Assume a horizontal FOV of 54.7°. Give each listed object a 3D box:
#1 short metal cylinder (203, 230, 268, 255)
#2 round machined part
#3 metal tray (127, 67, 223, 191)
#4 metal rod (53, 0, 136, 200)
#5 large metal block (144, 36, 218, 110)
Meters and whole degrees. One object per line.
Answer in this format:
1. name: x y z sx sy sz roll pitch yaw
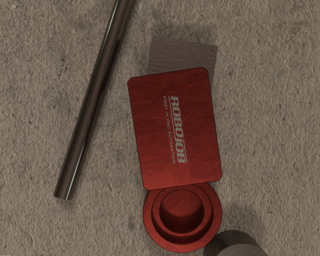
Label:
1. short metal cylinder: 0.099 0.179 0.399 0.081 0.050 0.079 0 90 -1
2. round machined part: 0.027 0.105 0.402 0.099 0.042 0.097 0 90 -1
3. metal tray: 0.017 0.001 0.360 0.091 0.030 0.129 -8 94 2
4. metal rod: -0.083 -0.052 0.408 0.025 0.025 0.298 18 90 -1
5. large metal block: 0.024 -0.066 0.398 0.081 0.050 0.080 9 90 -1
